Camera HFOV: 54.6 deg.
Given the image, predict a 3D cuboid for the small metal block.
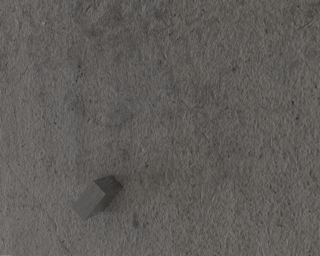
[{"bbox_3d":[-0.085,0.095,0.426,0.025,0.050,0.050,43,103,15],"label":"small metal block"}]
